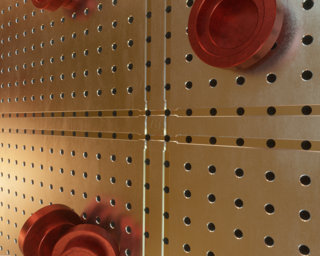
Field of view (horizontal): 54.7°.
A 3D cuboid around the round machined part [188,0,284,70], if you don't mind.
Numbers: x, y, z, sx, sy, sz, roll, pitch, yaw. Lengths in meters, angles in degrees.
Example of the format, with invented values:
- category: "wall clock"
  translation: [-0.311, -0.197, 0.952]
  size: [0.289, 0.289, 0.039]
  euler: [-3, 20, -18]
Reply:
- category: "round machined part"
  translation: [0.082, -0.110, 0.330]
  size: [0.098, 0.042, 0.097]
  euler: [0, 90, 39]

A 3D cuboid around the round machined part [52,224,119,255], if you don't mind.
- category: "round machined part"
  translation: [-0.112, 0.196, 0.456]
  size: [0.099, 0.042, 0.097]
  euler: [0, 98, 3]

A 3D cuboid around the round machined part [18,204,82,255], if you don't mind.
- category: "round machined part"
  translation: [-0.168, 0.176, 0.495]
  size: [0.042, 0.099, 0.097]
  euler: [18, 102, 45]

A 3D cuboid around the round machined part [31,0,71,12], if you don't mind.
- category: "round machined part"
  translation: [-0.187, -0.255, 0.549]
  size: [0.098, 0.042, 0.097]
  euler: [0, 90, 39]
